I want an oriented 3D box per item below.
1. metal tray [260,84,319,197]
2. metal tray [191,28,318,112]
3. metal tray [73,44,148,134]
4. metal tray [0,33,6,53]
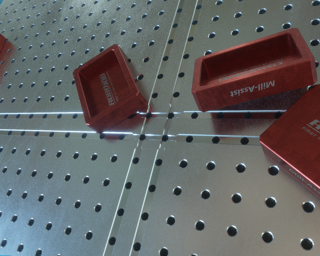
[{"bbox_3d":[0.176,0.024,0.298,0.090,0.030,0.130,-43,51,-2],"label":"metal tray"},{"bbox_3d":[0.107,-0.070,0.371,0.130,0.030,0.090,-14,34,20],"label":"metal tray"},{"bbox_3d":[-0.082,-0.064,0.485,0.090,0.030,0.130,-31,52,8],"label":"metal tray"},{"bbox_3d":[-0.422,-0.163,0.722,0.090,0.030,0.130,-8,58,23],"label":"metal tray"}]
